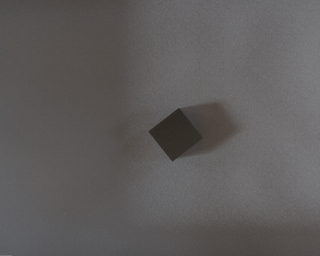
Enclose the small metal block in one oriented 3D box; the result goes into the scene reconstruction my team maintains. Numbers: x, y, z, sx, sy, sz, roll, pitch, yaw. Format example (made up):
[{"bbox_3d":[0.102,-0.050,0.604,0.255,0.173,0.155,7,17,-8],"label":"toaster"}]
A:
[{"bbox_3d":[0.020,0.009,0.412,0.050,0.025,0.050,-38,91,0],"label":"small metal block"}]
